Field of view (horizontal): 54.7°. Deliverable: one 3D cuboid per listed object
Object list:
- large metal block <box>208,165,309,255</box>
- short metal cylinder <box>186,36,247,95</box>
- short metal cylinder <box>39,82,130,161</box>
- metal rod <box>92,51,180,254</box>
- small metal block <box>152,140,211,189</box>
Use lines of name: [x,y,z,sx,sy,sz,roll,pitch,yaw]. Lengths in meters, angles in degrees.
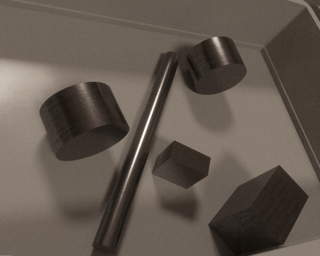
large metal block: [0.118,0.100,0.375,0.050,0.080,0.080,49,51,5]
short metal cylinder: [0.085,-0.094,0.476,0.081,0.080,0.050,-3,63,-30]
short metal cylinder: [-0.080,-0.006,0.332,0.081,0.080,0.050,-15,70,-35]
metal rod: [-0.018,0.005,0.394,0.025,0.025,0.300,27,52,-12]
small metal block: [0.025,0.046,0.377,0.050,0.050,0.025,26,53,-13]
